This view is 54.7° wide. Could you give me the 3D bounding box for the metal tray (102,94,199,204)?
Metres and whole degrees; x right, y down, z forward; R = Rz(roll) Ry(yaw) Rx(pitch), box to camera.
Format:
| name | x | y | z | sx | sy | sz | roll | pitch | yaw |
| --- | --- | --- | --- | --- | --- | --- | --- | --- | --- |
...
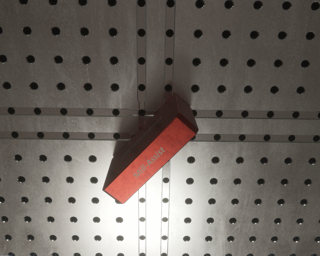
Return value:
| name | x | y | z | sx | sy | sz | roll | pitch | yaw |
| --- | --- | --- | --- | --- | --- | --- | --- | --- | --- |
| metal tray | -0.013 | 0.023 | 0.387 | 0.030 | 0.090 | 0.130 | 41 | 105 | -14 |
